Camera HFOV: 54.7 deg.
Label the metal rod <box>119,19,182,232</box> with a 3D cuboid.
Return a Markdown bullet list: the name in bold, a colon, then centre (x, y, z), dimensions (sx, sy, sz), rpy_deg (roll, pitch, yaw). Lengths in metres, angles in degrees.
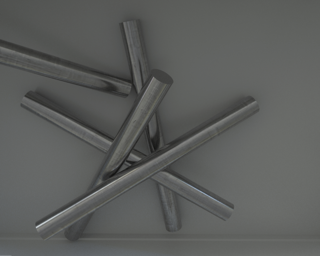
- **metal rod**: centre (-0.008, 0.011, 0.415), dimensions (0.025, 0.025, 0.298), rpy_deg (-11, 110, 3)

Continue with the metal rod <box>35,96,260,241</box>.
- **metal rod**: centre (-0.008, 0.044, 0.380), dimensions (0.301, 0.025, 0.025), rpy_deg (-30, 109, -9)

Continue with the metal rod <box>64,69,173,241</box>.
- **metal rod**: centre (-0.065, 0.054, 0.389), dimensions (0.025, 0.025, 0.298), rpy_deg (26, 123, -10)

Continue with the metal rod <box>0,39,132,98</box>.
- **metal rod**: centre (-0.168, -0.079, 0.316), dimensions (0.302, 0.025, 0.025), rpy_deg (13, 112, -31)

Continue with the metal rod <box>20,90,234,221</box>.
- **metal rod**: centre (-0.040, 0.037, 0.403), dimensions (0.301, 0.025, 0.025), rpy_deg (30, 107, -3)
